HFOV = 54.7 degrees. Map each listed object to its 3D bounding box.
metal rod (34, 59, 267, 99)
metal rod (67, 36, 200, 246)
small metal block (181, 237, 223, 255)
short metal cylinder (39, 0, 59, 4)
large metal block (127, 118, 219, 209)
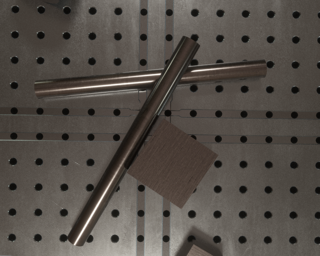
[{"bbox_3d":[-0.011,-0.065,0.413,0.302,0.025,0.025,-6,90,-1],"label":"metal rod"},{"bbox_3d":[-0.036,0.021,0.397,0.025,0.025,0.299,30,96,-1],"label":"metal rod"},{"bbox_3d":[0.052,0.185,0.414,0.050,0.025,0.050,31,90,-1],"label":"small metal block"},{"bbox_3d":[-0.158,-0.198,0.384,0.080,0.080,0.050,19,90,-1],"label":"short metal cylinder"},{"bbox_3d":[0.015,0.043,0.401,0.080,0.050,0.080,34,90,-1],"label":"large metal block"}]
